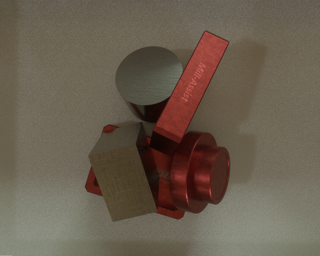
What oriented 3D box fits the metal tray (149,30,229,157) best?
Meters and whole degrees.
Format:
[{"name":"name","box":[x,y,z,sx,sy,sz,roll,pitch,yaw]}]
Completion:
[{"name":"metal tray","box":[0.032,-0.036,0.362,0.030,0.090,0.130,27,74,3]}]

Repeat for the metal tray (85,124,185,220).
[{"name":"metal tray","box":[-0.021,0.056,0.406,0.131,0.030,0.090,17,90,0]}]

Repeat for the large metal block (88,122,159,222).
[{"name":"large metal block","box":[-0.037,0.047,0.359,0.050,0.080,0.080,-15,106,6]}]

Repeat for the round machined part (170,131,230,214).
[{"name":"round machined part","box":[0.053,0.054,0.371,0.042,0.098,0.097,6,90,30]}]

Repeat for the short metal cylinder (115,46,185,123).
[{"name":"short metal cylinder","box":[-0.009,-0.053,0.382,0.080,0.050,0.080,-4,67,10]}]
